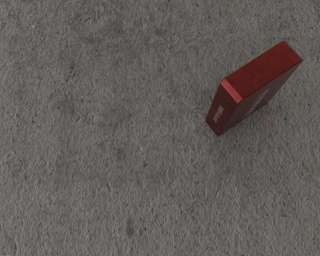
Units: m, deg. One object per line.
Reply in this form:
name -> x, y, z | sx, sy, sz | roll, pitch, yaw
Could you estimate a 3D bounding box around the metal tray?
metal tray -> 0.107, -0.040, 0.381 | 0.090, 0.130, 0.030 | -33, 74, -11
